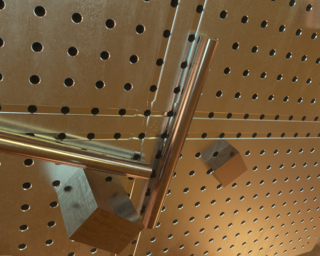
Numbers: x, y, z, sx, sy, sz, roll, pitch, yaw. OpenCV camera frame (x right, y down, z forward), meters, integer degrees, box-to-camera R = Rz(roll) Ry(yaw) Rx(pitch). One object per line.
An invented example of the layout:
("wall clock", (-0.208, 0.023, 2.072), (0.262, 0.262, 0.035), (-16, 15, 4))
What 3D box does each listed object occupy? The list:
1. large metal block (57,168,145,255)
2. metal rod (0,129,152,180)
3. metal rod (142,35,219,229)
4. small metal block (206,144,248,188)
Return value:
("large metal block", (-0.077, 0.105, 0.398), (0.050, 0.080, 0.080), (-48, 129, 5))
("metal rod", (-0.136, 0.024, 0.351), (0.302, 0.025, 0.025), (18, 109, -35))
("metal rod", (0.021, 0.021, 0.435), (0.025, 0.025, 0.298), (2, 117, -30))
("small metal block", (0.111, 0.063, 0.511), (0.050, 0.025, 0.050), (-37, 129, -4))
